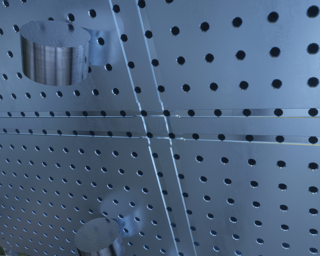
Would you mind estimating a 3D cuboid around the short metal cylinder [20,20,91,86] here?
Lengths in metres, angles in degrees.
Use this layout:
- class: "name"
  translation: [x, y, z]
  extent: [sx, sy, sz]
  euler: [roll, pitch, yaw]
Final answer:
- class: "short metal cylinder"
  translation: [-0.129, -0.094, 0.385]
  extent: [0.080, 0.080, 0.050]
  euler: [24, 127, 13]

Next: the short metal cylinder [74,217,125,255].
- class: "short metal cylinder"
  translation: [-0.109, 0.210, 0.563]
  extent: [0.080, 0.080, 0.050]
  euler: [5, 121, 25]
